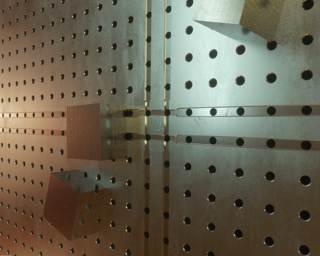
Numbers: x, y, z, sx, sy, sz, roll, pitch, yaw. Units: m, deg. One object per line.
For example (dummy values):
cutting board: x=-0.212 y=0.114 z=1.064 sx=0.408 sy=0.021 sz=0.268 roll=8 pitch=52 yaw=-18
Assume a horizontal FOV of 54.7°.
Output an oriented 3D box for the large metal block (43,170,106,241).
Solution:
large metal block: x=-0.141 y=0.123 z=0.507 sx=0.080 sy=0.050 sz=0.079 roll=22 pitch=104 yaw=37

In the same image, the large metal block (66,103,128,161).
large metal block: x=-0.096 y=0.006 z=0.470 sx=0.080 sy=0.050 sz=0.079 roll=-2 pitch=89 yaw=39

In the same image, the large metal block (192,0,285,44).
large metal block: x=0.084 y=-0.134 z=0.304 sx=0.050 sy=0.081 sz=0.079 roll=21 pitch=103 yaw=38
